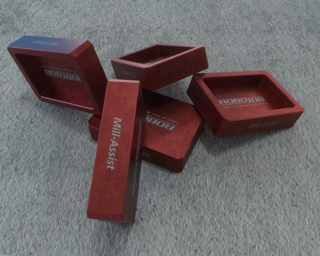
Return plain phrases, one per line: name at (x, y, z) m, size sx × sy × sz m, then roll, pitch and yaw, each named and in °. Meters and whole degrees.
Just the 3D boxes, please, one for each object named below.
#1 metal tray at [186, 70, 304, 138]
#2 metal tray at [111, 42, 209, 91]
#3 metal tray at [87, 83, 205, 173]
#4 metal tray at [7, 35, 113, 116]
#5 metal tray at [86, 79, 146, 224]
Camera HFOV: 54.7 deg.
metal tray at (0.112, -0.036, 0.412) m, size 0.131 × 0.030 × 0.090 m, roll -7°, pitch 49°, yaw -26°
metal tray at (-0.005, -0.092, 0.440) m, size 0.091 × 0.030 × 0.130 m, roll -25°, pitch 26°, yaw -20°
metal tray at (-0.015, -0.005, 0.405) m, size 0.130 × 0.030 × 0.090 m, roll 20°, pitch 53°, yaw 15°
metal tray at (-0.127, -0.069, 0.399) m, size 0.130 × 0.090 × 0.030 m, roll 14°, pitch 50°, yaw 32°
metal tray at (-0.038, 0.028, 0.313) m, size 0.030 × 0.090 × 0.130 m, roll 4°, pitch 71°, yaw 4°
